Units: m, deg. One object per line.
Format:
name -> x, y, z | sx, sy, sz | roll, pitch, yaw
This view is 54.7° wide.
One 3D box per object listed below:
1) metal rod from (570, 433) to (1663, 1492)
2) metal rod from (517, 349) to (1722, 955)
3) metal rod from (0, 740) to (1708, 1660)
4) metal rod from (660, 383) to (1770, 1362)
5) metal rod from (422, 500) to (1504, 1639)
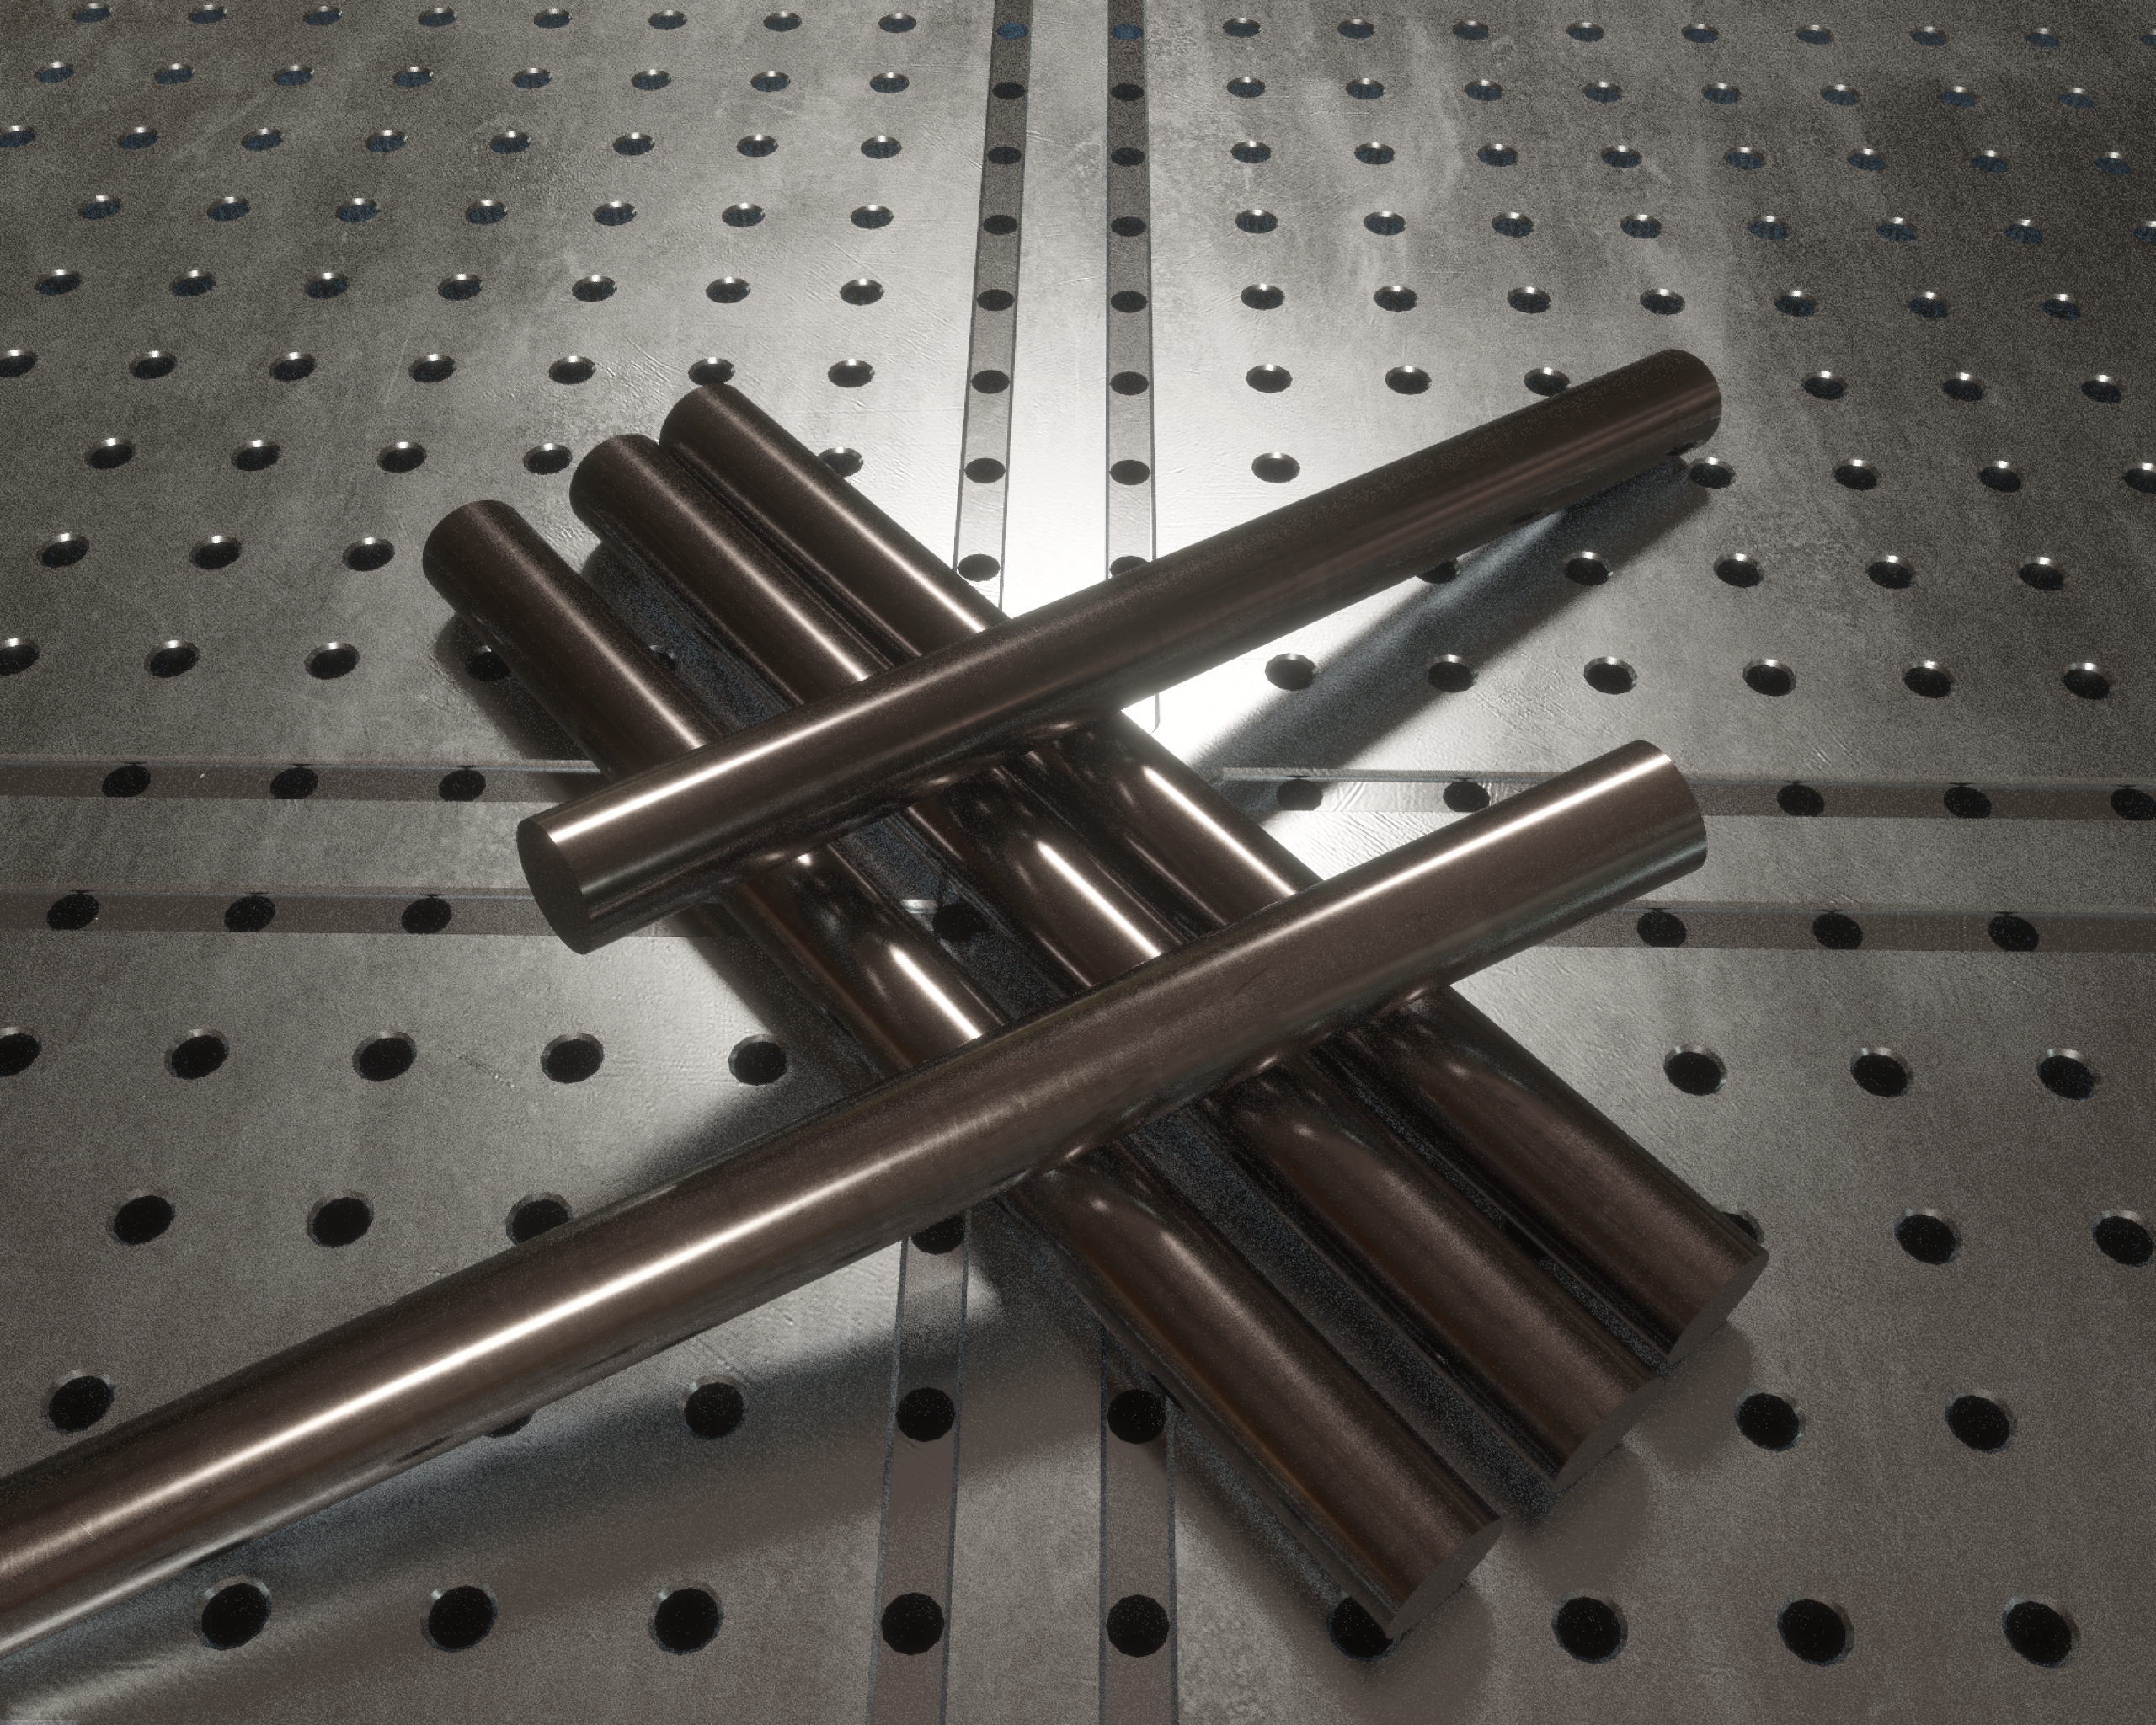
metal rod -> -0.011, 0.002, 0.406 | 0.025, 0.025, 0.300 | -32, 57, -24
metal rod -> 0.029, -0.054, 0.427 | 0.302, 0.025, 0.025 | -26, 55, -31
metal rod -> -0.034, 0.050, 0.338 | 0.302, 0.025, 0.025 | -24, 54, -9
metal rod -> 0.009, -0.014, 0.419 | 0.025, 0.025, 0.300 | -33, 58, -25
metal rod -> -0.039, 0.019, 0.390 | 0.025, 0.025, 0.300 | -32, 57, -24
